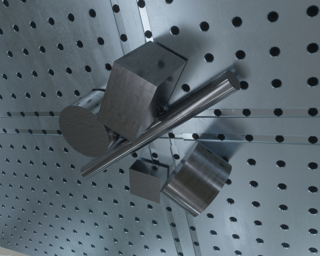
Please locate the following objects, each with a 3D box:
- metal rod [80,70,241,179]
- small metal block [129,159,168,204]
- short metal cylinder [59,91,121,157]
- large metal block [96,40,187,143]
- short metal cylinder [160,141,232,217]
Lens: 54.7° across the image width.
[{"bbox_3d":[-0.021,0.011,0.425,0.299,0.025,0.025,-32,101,38],"label":"metal rod"},{"bbox_3d":[-0.017,0.080,0.465,0.050,0.025,0.050,14,124,20],"label":"small metal block"},{"bbox_3d":[-0.093,-0.006,0.435,0.080,0.050,0.079,13,124,21],"label":"short metal cylinder"},{"bbox_3d":[-0.021,-0.043,0.355,0.050,0.080,0.079,32,129,7],"label":"large metal block"},{"bbox_3d":[0.044,0.063,0.387,0.050,0.080,0.080,37,129,3],"label":"short metal cylinder"}]
